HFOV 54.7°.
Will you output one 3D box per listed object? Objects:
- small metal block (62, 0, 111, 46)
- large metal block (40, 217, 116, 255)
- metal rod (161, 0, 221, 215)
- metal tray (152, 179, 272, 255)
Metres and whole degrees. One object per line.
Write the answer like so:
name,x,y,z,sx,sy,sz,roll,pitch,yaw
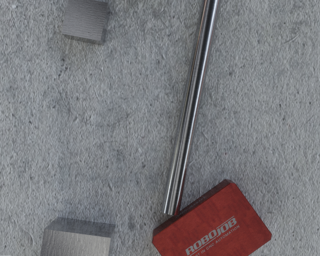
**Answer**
small metal block,-0.096,-0.141,0.409,0.050,0.025,0.050,11,90,-1
large metal block,-0.105,0.166,0.396,0.081,0.050,0.080,8,90,-1
metal rod,0.042,-0.035,0.410,0.025,0.025,0.298,11,90,-1
metal tray,0.066,0.141,0.409,0.130,0.030,0.090,-35,90,-1
